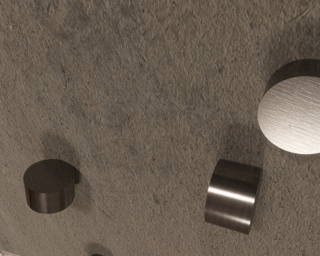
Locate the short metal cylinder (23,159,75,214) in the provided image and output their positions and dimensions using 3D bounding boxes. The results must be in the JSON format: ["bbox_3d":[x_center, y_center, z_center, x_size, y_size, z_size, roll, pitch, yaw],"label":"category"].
[{"bbox_3d":[-0.187,0.098,0.528,0.080,0.080,0.050,21,126,15],"label":"short metal cylinder"}]

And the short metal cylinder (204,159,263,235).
[{"bbox_3d":[0.090,0.081,0.373,0.050,0.080,0.079,12,123,21],"label":"short metal cylinder"}]

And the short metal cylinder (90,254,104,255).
[{"bbox_3d":[-0.129,0.313,0.650,0.080,0.050,0.079,13,124,20],"label":"short metal cylinder"}]

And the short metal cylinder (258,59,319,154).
[{"bbox_3d":[0.141,-0.021,0.303,0.080,0.050,0.079,13,124,20],"label":"short metal cylinder"}]
